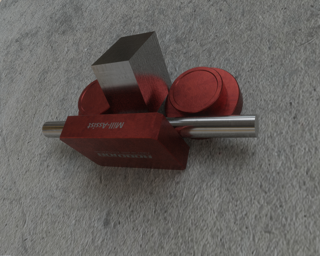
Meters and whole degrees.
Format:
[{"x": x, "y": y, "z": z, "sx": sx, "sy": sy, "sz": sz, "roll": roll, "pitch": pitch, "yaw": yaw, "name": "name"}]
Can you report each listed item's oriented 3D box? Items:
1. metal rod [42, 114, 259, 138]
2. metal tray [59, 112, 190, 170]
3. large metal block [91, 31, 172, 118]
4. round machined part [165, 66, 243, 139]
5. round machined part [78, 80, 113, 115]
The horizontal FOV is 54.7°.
[{"x": -0.032, "y": 0.000, "z": 0.394, "sx": 0.300, "sy": 0.025, "sz": 0.025, "roll": -1, "pitch": 61, "yaw": 27, "name": "metal rod"}, {"x": -0.041, "y": 0.018, "z": 0.372, "sx": 0.130, "sy": 0.090, "sz": 0.030, "roll": -1, "pitch": 62, "yaw": 27, "name": "metal tray"}, {"x": -0.030, "y": -0.064, "z": 0.390, "sx": 0.050, "sy": 0.080, "sz": 0.080, "roll": -2, "pitch": 37, "yaw": 26, "name": "large metal block"}, {"x": 0.050, "y": -0.038, "z": 0.389, "sx": 0.098, "sy": 0.042, "sz": 0.098, "roll": -13, "pitch": 56, "yaw": 20, "name": "round machined part"}, {"x": -0.080, "y": -0.036, "z": 0.454, "sx": 0.098, "sy": 0.042, "sz": 0.098, "roll": -13, "pitch": 56, "yaw": 20, "name": "round machined part"}]
